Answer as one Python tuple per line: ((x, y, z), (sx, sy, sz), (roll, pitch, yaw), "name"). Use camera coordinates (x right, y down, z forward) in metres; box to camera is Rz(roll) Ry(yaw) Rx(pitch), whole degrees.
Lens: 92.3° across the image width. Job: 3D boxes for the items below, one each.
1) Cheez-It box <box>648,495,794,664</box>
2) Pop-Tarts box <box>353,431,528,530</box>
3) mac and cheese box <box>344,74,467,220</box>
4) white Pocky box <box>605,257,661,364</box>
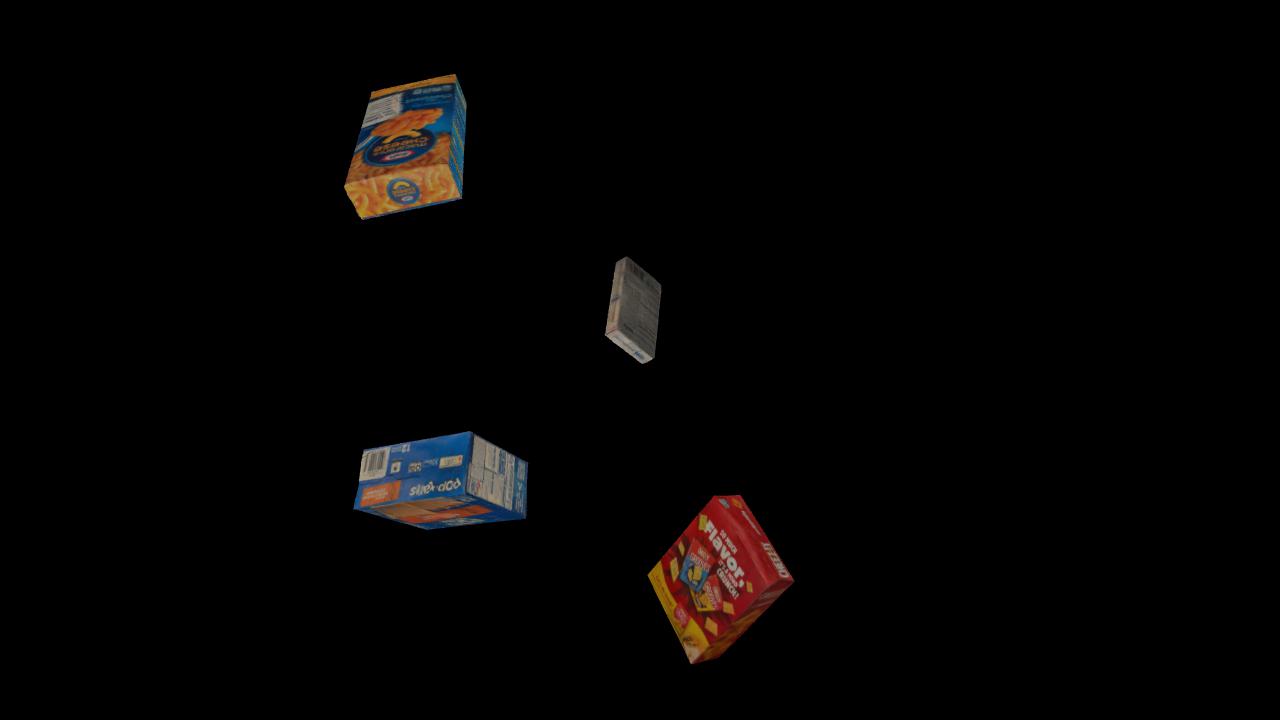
((0.121, 0.348, 0.984), (0.071, 0.223, 0.166), (7, 36, -38), "Cheez-It box")
((-0.255, 0.164, 0.809), (0.167, 0.083, 0.141), (-10, -28, 18), "Pop-Tarts box")
((-0.216, -0.209, 0.586), (0.093, 0.184, 0.041), (-12, -42, -2), "mac and cheese box")
((-0.007, -0.077, 0.925), (0.028, 0.154, 0.084), (-26, -49, 34), "white Pocky box")
